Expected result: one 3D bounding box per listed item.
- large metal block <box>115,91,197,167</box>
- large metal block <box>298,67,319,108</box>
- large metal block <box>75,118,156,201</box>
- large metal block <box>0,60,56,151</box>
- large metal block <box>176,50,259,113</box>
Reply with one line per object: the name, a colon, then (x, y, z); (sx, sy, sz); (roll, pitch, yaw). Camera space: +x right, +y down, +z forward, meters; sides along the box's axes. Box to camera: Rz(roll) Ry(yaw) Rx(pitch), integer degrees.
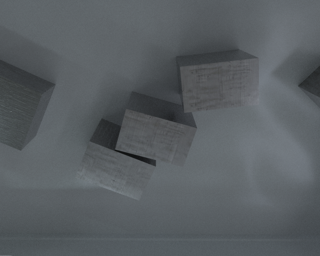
large metal block: (-0.005, -0.002, 0.381); (0.080, 0.080, 0.050); (15, 109, -6)
large metal block: (0.229, -0.034, 0.373); (0.080, 0.080, 0.050); (40, 105, -14)
large metal block: (-0.052, 0.037, 0.395); (0.080, 0.080, 0.050); (22, 109, -8)
large metal block: (-0.189, -0.030, 0.384); (0.080, 0.050, 0.080); (25, 108, -9)
large metal block: (0.063, -0.058, 0.362); (0.080, 0.080, 0.050); (-6, 110, 2)
